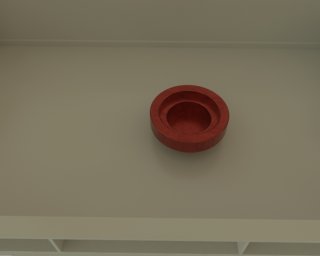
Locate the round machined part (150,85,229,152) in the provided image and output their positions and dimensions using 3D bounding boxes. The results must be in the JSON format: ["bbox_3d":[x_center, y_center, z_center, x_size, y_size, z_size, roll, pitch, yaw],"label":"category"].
[{"bbox_3d":[0.037,-0.008,0.401,0.099,0.042,0.098,0,50,0],"label":"round machined part"}]
